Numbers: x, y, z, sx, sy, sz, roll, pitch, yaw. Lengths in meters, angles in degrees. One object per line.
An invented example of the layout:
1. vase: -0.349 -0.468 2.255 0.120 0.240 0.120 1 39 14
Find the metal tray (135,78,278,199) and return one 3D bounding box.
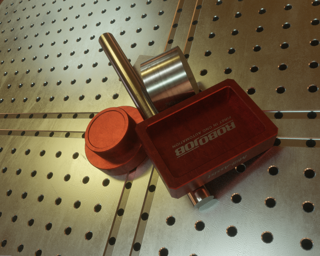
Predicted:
1. metal tray: 0.050 0.008 0.346 0.131 0.030 0.090 -27 59 -9

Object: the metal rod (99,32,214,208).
1. metal rod: -0.019 -0.030 0.413 0.025 0.025 0.299 -34 59 5

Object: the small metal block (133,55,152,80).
1. small metal block: -0.016 -0.081 0.465 0.050 0.025 0.050 14 69 33

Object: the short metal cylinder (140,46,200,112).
1. short metal cylinder: 0.016 -0.058 0.399 0.050 0.080 0.080 -23 54 14

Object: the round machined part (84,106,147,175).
1. round machined part: -0.062 0.010 0.421 0.098 0.042 0.098 -13 56 20
